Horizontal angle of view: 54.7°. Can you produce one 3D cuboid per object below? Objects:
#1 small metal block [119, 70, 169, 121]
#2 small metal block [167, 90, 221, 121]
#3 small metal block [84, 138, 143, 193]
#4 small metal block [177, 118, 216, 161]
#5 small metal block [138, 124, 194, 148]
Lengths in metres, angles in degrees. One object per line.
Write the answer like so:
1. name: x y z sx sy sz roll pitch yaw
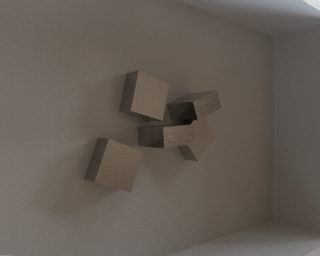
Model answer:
1. small metal block: -0.019 -0.039 0.390 0.050 0.025 0.050 17 79 -39
2. small metal block: 0.047 -0.031 0.429 0.050 0.050 0.025 -28 107 -37
3. small metal block: -0.053 0.043 0.362 0.050 0.025 0.050 26 74 -37
4. small metal block: 0.048 0.012 0.446 0.050 0.025 0.050 -49 119 -29
5. small metal block: 0.007 0.009 0.396 0.050 0.050 0.025 -5 94 -40
